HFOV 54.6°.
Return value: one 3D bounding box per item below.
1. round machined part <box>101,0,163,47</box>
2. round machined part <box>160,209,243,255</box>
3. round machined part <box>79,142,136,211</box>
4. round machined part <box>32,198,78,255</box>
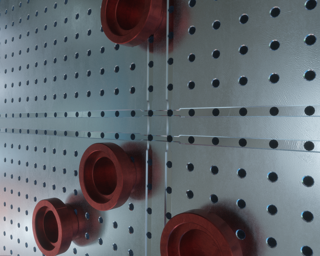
[{"bbox_3d":[-0.034,-0.161,0.428,0.098,0.042,0.097,0,90,40],"label":"round machined part"},{"bbox_3d":[0.051,0.143,0.357,0.098,0.042,0.097,0,90,40],"label":"round machined part"},{"bbox_3d":[-0.074,0.070,0.461,0.098,0.042,0.097,0,90,40],"label":"round machined part"},{"bbox_3d":[-0.183,0.173,0.551,0.098,0.042,0.097,0,90,40],"label":"round machined part"}]
